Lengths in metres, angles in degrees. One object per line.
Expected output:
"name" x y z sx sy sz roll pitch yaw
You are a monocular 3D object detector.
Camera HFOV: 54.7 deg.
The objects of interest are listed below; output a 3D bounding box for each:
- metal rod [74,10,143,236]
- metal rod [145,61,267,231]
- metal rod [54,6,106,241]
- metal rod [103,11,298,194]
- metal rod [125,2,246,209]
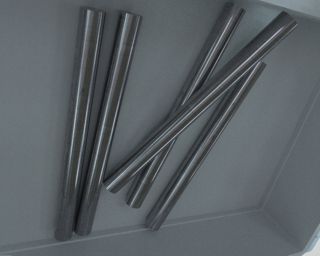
"metal rod" -0.069 0.013 0.378 0.025 0.025 0.298 3 117 -30
"metal rod" 0.062 0.032 0.461 0.025 0.025 0.298 20 108 -36
"metal rod" -0.099 0.015 0.363 0.025 0.025 0.298 0 118 -29
"metal rod" 0.040 -0.023 0.382 0.299 0.025 0.025 -43 130 12
"metal rod" 0.026 -0.017 0.411 0.025 0.025 0.298 15 110 -35
